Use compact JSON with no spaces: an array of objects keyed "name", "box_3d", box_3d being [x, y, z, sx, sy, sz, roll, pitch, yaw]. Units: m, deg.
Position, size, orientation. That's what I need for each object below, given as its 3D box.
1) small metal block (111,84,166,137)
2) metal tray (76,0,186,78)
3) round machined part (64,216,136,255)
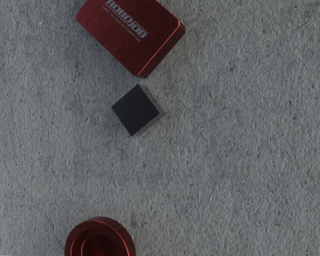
[{"name":"small metal block","box_3d":[-0.029,-0.023,0.418,0.050,0.025,0.050,-39,78,15]},{"name":"metal tray","box_3d":[-0.042,-0.142,0.420,0.130,0.030,0.090,45,104,14]},{"name":"round machined part","box_3d":[-0.078,0.170,0.426,0.098,0.042,0.097,0,90,19]}]
